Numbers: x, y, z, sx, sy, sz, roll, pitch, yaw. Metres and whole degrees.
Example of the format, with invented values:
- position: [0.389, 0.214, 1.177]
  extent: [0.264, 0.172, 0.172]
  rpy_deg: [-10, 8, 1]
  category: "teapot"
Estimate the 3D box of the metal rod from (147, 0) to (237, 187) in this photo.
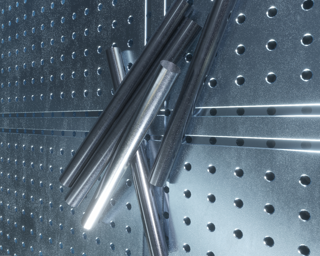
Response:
- position: [0.044, -0.064, 0.371]
  extent: [0.025, 0.025, 0.298]
  rpy_deg: [31, 109, 35]
  category: "metal rod"

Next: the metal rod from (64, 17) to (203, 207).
- position: [-0.043, -0.010, 0.413]
  extent: [0.025, 0.025, 0.299]
  rpy_deg: [45, 108, 30]
  category: "metal rod"

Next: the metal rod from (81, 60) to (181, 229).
- position: [-0.051, 0.042, 0.415]
  extent: [0.025, 0.025, 0.298]
  rpy_deg: [50, 128, 28]
  category: "metal rod"

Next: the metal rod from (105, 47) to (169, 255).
- position: [-0.035, 0.027, 0.436]
  extent: [0.025, 0.025, 0.299]
  rpy_deg: [-22, 76, 37]
  category: "metal rod"

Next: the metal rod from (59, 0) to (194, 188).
- position: [-0.053, -0.038, 0.420]
  extent: [0.025, 0.025, 0.299]
  rpy_deg: [45, 107, 30]
  category: "metal rod"
